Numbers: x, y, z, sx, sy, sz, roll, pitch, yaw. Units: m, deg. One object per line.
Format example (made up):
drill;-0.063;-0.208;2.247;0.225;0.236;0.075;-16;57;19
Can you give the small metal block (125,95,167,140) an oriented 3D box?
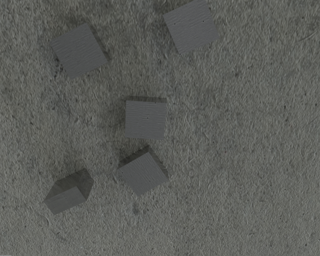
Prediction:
small metal block;-0.019;-0.014;0.404;0.050;0.025;0.050;4;110;-2

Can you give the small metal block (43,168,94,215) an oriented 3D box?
small metal block;-0.124;0.087;0.427;0.050;0.050;0.025;-25;108;9

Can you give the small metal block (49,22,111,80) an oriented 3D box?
small metal block;-0.095;-0.093;0.374;0.050;0.025;0.050;-24;109;8

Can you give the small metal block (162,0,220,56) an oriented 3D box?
small metal block;0.036;-0.120;0.366;0.050;0.025;0.050;-23;109;8

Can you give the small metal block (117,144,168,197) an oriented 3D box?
small metal block;-0.023;0.059;0.431;0.050;0.025;0.050;-31;108;10
